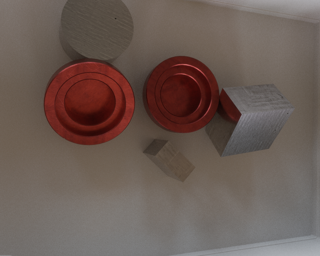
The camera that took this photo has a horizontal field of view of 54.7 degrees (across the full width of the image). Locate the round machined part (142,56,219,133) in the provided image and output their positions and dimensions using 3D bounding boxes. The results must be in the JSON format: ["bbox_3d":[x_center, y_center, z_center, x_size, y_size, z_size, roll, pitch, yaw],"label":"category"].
[{"bbox_3d":[0.025,-0.042,0.409,0.099,0.042,0.097,0,89,-16],"label":"round machined part"}]

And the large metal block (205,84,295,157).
[{"bbox_3d":[0.118,-0.011,0.420,0.081,0.079,0.050,-7,48,-21],"label":"large metal block"}]

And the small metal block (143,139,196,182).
[{"bbox_3d":[0.011,0.041,0.402,0.050,0.050,0.025,45,76,-15],"label":"small metal block"}]

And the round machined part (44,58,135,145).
[{"bbox_3d":[-0.082,-0.032,0.360,0.099,0.042,0.097,-7,116,-15],"label":"round machined part"}]

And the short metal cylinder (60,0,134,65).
[{"bbox_3d":[-0.077,-0.116,0.369,0.081,0.050,0.079,0,90,-21],"label":"short metal cylinder"}]
